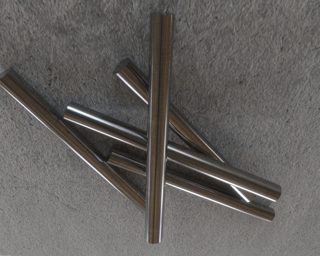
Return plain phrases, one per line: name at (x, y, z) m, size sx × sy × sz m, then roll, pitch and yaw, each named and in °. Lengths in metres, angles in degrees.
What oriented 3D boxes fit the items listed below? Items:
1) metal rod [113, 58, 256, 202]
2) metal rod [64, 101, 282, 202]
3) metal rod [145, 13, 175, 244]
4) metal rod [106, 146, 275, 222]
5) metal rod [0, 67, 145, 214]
metal rod at (0.050, 0.019, 0.423) m, size 0.025 × 0.025 × 0.300 m, roll -31°, pitch 124°, yaw 24°
metal rod at (0.023, 0.034, 0.409) m, size 0.302 × 0.025 × 0.025 m, roll 22°, pitch 127°, yaw -8°
metal rod at (-0.003, 0.020, 0.374) m, size 0.025 × 0.025 × 0.298 m, roll 2°, pitch 115°, yaw -2°
metal rod at (0.059, 0.094, 0.487) m, size 0.302 × 0.025 × 0.025 m, roll 23°, pitch 126°, yaw -19°
metal rod at (-0.101, 0.036, 0.436) m, size 0.025 × 0.025 × 0.300 m, roll -25°, pitch 126°, yaw 20°
